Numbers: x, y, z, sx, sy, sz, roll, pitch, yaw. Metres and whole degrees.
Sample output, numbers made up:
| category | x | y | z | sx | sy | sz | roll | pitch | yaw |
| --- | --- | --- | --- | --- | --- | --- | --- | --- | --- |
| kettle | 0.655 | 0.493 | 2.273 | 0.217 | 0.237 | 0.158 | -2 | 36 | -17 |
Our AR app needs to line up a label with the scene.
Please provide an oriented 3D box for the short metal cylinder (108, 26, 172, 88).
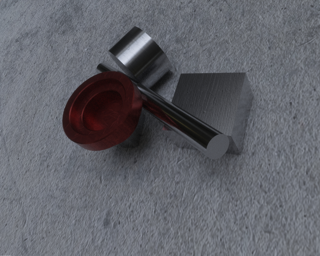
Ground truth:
| category | x | y | z | sx | sy | sz | roll | pitch | yaw |
| --- | --- | --- | --- | --- | --- | --- | --- | --- | --- |
| short metal cylinder | -0.029 | -0.097 | 0.443 | 0.050 | 0.080 | 0.080 | -45 | 51 | -3 |

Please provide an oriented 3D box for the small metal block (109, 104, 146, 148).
| category | x | y | z | sx | sy | sz | roll | pitch | yaw |
| --- | --- | --- | --- | --- | --- | --- | --- | --- | --- |
| small metal block | -0.046 | -0.006 | 0.416 | 0.025 | 0.050 | 0.050 | -2 | 61 | 27 |

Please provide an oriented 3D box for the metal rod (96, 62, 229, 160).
| category | x | y | z | sx | sy | sz | roll | pitch | yaw |
| --- | --- | --- | --- | --- | --- | --- | --- | --- | --- |
| metal rod | -0.021 | -0.040 | 0.391 | 0.025 | 0.025 | 0.300 | -46 | 37 | -4 |

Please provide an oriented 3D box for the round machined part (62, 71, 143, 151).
| category | x | y | z | sx | sy | sz | roll | pitch | yaw |
| --- | --- | --- | --- | --- | --- | --- | --- | --- | --- |
| round machined part | -0.064 | -0.017 | 0.374 | 0.098 | 0.042 | 0.098 | -12 | 58 | 21 |

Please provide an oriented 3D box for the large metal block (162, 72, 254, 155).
| category | x | y | z | sx | sy | sz | roll | pitch | yaw |
| --- | --- | --- | --- | --- | --- | --- | --- | --- | --- |
| large metal block | 0.059 | -0.018 | 0.369 | 0.080 | 0.050 | 0.080 | 5 | 64 | 30 |
